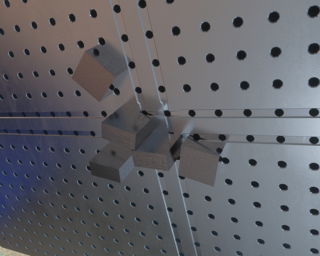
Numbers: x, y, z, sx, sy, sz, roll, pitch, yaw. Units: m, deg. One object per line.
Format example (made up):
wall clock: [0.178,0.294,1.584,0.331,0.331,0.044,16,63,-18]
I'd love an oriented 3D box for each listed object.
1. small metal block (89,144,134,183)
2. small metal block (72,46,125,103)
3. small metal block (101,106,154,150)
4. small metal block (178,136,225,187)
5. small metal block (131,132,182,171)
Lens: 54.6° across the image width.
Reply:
small metal block: [-0.069,0.051,0.464,0.050,0.050,0.025,11,123,22]
small metal block: [-0.082,-0.071,0.411,0.050,0.025,0.050,41,129,0]
small metal block: [-0.043,-0.001,0.418,0.050,0.050,0.025,19,126,17]
small metal block: [0.054,0.044,0.410,0.050,0.025,0.050,16,125,19]
small metal block: [-0.003,0.030,0.416,0.050,0.050,0.025,5,121,26]
